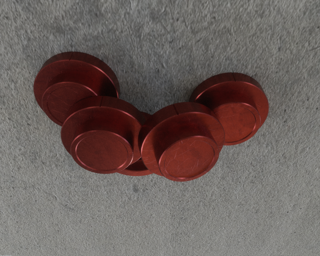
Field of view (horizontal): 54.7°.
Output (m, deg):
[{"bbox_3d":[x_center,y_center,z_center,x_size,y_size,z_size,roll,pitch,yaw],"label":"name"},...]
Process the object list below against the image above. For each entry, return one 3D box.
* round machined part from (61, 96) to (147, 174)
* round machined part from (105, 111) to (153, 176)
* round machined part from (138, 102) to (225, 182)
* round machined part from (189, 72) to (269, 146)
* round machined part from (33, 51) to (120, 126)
[{"bbox_3d":[-0.063,0.015,0.354,0.099,0.042,0.097,-1,130,0],"label":"round machined part"},{"bbox_3d":[-0.032,0.016,0.411,0.099,0.042,0.097,-1,130,0],"label":"round machined part"},{"bbox_3d":[0.027,0.022,0.348,0.099,0.042,0.097,-9,130,-10],"label":"round machined part"},{"bbox_3d":[0.086,-0.016,0.384,0.099,0.042,0.097,-1,130,0],"label":"round machined part"},{"bbox_3d":[-0.098,-0.036,0.364,0.099,0.042,0.097,-1,130,0],"label":"round machined part"}]
